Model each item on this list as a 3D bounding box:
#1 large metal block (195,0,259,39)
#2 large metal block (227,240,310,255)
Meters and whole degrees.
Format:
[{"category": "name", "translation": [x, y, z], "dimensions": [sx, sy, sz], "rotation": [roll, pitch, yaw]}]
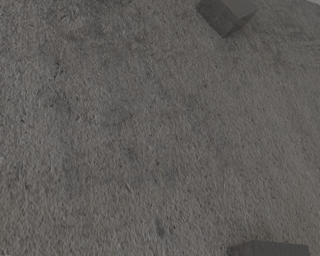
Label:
[{"category": "large metal block", "translation": [0.129, -0.230, 0.597], "dimensions": [0.080, 0.050, 0.081], "rotation": [49, 51, 6]}, {"category": "large metal block", "translation": [0.128, 0.176, 0.349], "dimensions": [0.081, 0.050, 0.080], "rotation": [13, 56, -21]}]
